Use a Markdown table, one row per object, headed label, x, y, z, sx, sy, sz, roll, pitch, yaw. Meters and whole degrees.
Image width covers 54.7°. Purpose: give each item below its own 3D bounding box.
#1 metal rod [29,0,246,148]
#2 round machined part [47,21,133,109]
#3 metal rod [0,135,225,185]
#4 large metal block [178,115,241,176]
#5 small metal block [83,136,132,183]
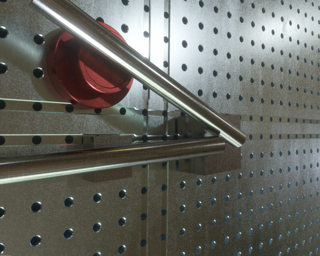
| label | x | y | z | sx | sy | sz | roll | pitch | yaw |
| --- | --- | --- | --- | --- | --- | --- | --- | --- | --- |
| metal rod | 0.001 | -0.050 | 0.349 | 0.301 | 0.025 | 0.025 | 31 | 70 | -33 |
| round machined part | -0.068 | -0.070 | 0.342 | 0.099 | 0.042 | 0.097 | 0 | 90 | -40 |
| metal rod | -0.054 | 0.032 | 0.330 | 0.303 | 0.025 | 0.025 | -4 | 93 | -30 |
| large metal block | 0.073 | 0.022 | 0.453 | 0.081 | 0.050 | 0.079 | -3 | 92 | -40 |
| small metal block | -0.061 | 0.034 | 0.361 | 0.050 | 0.025 | 0.050 | -1 | 91 | -40 |
